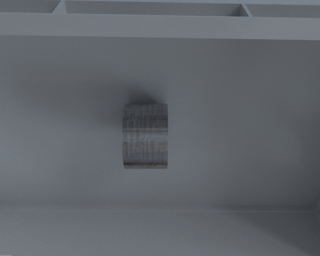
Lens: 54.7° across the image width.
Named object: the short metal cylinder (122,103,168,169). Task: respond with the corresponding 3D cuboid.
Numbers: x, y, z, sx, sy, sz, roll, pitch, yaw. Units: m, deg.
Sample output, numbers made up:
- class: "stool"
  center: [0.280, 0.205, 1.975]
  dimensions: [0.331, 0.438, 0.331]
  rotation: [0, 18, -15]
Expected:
- class: "short metal cylinder"
  center: [-0.017, 0.010, 0.378]
  dimensions: [0.050, 0.080, 0.079]
  rotation: [0, 130, -1]
